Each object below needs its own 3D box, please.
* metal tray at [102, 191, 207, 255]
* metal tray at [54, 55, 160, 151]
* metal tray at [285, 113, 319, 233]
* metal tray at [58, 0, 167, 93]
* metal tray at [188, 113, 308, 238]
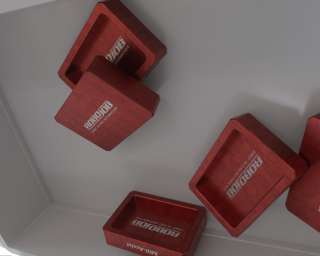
[{"bbox_3d":[-0.006,0.144,0.458,0.130,0.090,0.030,8,122,24],"label":"metal tray"},{"bbox_3d":[-0.072,-0.024,0.397,0.090,0.030,0.129,33,141,-17],"label":"metal tray"},{"bbox_3d":[0.186,0.056,0.314,0.090,0.030,0.129,36,137,45],"label":"metal tray"},{"bbox_3d":[-0.064,-0.081,0.388,0.090,0.030,0.129,45,129,-3],"label":"metal tray"},{"bbox_3d":[0.096,0.058,0.369,0.090,0.030,0.129,47,133,25],"label":"metal tray"}]
